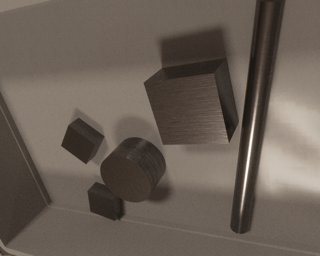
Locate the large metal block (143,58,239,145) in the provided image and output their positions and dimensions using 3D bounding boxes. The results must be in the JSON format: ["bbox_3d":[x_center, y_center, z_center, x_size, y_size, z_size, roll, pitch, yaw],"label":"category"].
[{"bbox_3d":[0.038,-0.028,0.354,0.080,0.050,0.080,-3,117,29],"label":"large metal block"}]

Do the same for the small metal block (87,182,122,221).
[{"bbox_3d":[-0.094,0.127,0.535,0.050,0.025,0.050,14,124,20],"label":"small metal block"}]

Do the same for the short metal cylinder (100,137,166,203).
[{"bbox_3d":[-0.038,0.060,0.448,0.080,0.050,0.079,13,124,20],"label":"short metal cylinder"}]

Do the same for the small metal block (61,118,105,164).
[{"bbox_3d":[-0.121,0.021,0.483,0.050,0.025,0.050,36,129,4],"label":"small metal block"}]

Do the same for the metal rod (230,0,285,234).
[{"bbox_3d":[0.106,0.011,0.358,0.025,0.025,0.298,11,123,22],"label":"metal rod"}]
